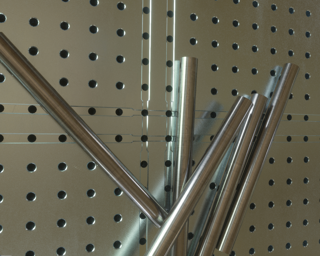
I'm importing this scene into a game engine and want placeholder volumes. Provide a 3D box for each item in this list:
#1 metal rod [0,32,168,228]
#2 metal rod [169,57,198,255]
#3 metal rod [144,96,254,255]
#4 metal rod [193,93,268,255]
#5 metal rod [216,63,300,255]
[{"bbox_3d":[-0.090,0.013,0.379,0.025,0.025,0.300,-44,104,-15],"label":"metal rod"},{"bbox_3d":[0.031,0.054,0.423,0.025,0.025,0.298,4,89,-20],"label":"metal rod"},{"bbox_3d":[0.039,0.087,0.399,0.025,0.025,0.300,36,78,-17],"label":"metal rod"},{"bbox_3d":[0.095,0.091,0.447,0.025,0.025,0.299,24,82,-18],"label":"metal rod"},{"bbox_3d":[0.148,0.040,0.466,0.025,0.025,0.299,26,81,-18],"label":"metal rod"}]
